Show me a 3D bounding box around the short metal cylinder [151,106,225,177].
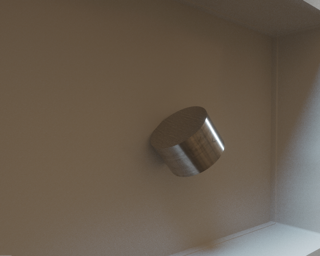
[{"bbox_3d":[0.035,0.016,0.399,0.080,0.080,0.050,-49,119,-29],"label":"short metal cylinder"}]
